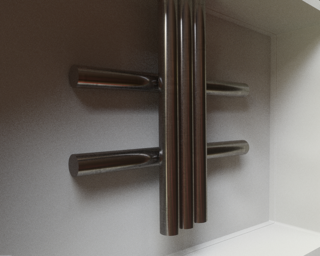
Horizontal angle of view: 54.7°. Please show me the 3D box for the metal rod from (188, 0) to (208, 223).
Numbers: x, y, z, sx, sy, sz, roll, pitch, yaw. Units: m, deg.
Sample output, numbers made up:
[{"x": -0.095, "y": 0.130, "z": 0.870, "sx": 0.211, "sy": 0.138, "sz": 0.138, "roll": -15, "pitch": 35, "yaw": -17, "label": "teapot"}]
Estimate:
[{"x": 0.049, "y": -0.026, "z": 0.412, "sx": 0.025, "sy": 0.025, "sz": 0.298, "roll": -1, "pitch": 91, "yaw": -40, "label": "metal rod"}]

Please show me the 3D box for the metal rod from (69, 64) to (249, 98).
[{"x": 0.024, "y": -0.059, "z": 0.425, "sx": 0.302, "sy": 0.025, "sz": 0.025, "roll": -2, "pitch": 92, "yaw": -40, "label": "metal rod"}]

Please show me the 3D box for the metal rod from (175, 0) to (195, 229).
[{"x": 0.031, "y": -0.023, "z": 0.396, "sx": 0.025, "sy": 0.025, "sz": 0.298, "roll": -1, "pitch": 91, "yaw": -40, "label": "metal rod"}]

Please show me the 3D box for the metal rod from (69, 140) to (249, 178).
[{"x": 0.024, "y": 0.036, "z": 0.425, "sx": 0.302, "sy": 0.025, "sz": 0.025, "roll": -2, "pitch": 91, "yaw": -40, "label": "metal rod"}]

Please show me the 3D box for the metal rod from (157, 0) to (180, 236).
[{"x": 0.011, "y": -0.021, "z": 0.380, "sx": 0.025, "sy": 0.025, "sz": 0.298, "roll": -1, "pitch": 91, "yaw": -40, "label": "metal rod"}]
